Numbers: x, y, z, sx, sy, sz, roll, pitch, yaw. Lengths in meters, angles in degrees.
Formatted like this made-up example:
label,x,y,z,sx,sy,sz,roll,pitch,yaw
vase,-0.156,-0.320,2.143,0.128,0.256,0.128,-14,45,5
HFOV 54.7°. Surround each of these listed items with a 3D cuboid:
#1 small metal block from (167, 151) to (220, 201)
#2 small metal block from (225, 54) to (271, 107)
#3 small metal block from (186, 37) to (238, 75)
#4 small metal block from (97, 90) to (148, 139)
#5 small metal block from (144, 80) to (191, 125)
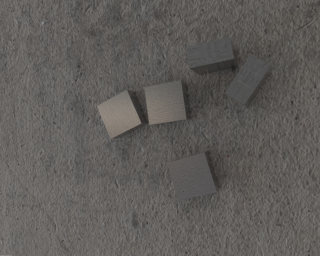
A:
label,x,y,z,sx,sy,sz,roll,pitch,yaw
small metal block,0.043,0.061,0.394,0.050,0.025,0.050,-18,84,19
small metal block,0.103,-0.053,0.359,0.025,0.050,0.050,35,101,16
small metal block,0.064,-0.085,0.373,0.050,0.050,0.025,-9,87,20
small metal block,-0.051,-0.018,0.427,0.050,0.025,0.050,-26,81,18
small metal block,0.011,-0.032,0.405,0.050,0.025,0.050,-9,87,19
